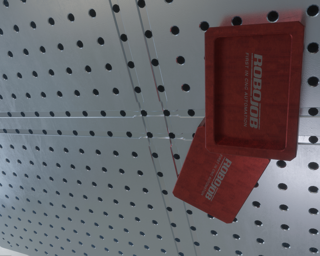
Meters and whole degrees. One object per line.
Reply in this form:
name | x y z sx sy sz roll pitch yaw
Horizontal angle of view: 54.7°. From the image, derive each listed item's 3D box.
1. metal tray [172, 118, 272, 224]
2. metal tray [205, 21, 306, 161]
metal tray | 0.077 0.057 0.403 0.090 0.030 0.129 25 128 12
metal tray | 0.093 -0.036 0.314 0.090 0.030 0.129 4 105 25
